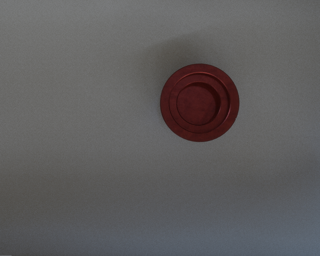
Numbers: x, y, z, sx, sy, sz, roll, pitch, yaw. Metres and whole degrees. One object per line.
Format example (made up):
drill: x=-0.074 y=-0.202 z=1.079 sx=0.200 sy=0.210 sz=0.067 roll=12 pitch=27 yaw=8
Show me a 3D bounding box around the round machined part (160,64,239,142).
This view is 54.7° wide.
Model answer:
round machined part: x=0.049 y=-0.031 z=0.404 sx=0.099 sy=0.042 sz=0.097 roll=0 pitch=90 yaw=-1
